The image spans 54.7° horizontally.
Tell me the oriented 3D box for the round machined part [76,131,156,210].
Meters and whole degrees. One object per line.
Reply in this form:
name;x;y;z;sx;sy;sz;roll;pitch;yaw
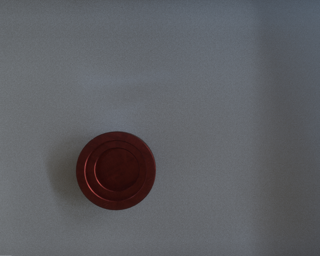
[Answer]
round machined part;-0.055;0.053;0.402;0.099;0.042;0.097;0;90;-1
